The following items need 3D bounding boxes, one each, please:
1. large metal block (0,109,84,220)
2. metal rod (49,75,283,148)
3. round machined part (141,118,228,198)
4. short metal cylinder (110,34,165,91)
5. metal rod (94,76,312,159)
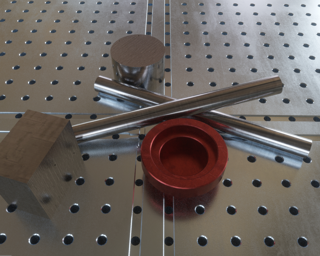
[{"bbox_3d":[-0.131,0.040,0.337,0.050,0.080,0.080,14,51,11],"label":"large metal block"},{"bbox_3d":[0.008,-0.021,0.399,0.302,0.025,0.025,-14,51,-2],"label":"metal rod"},{"bbox_3d":[0.027,0.038,0.365,0.099,0.042,0.098,0,50,0],"label":"round machined part"},{"bbox_3d":[-0.032,-0.099,0.474,0.081,0.050,0.080,0,50,0],"label":"short metal cylinder"},{"bbox_3d":[0.047,-0.020,0.424,0.301,0.025,0.025,19,52,14],"label":"metal rod"}]
